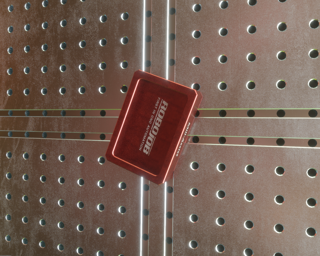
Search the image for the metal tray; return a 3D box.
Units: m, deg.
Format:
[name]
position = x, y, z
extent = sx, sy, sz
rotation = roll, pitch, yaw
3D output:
[metal tray]
position = -0.010, -0.002, 0.413
extent = 0.090, 0.030, 0.129
rotation = 23, 98, 18
